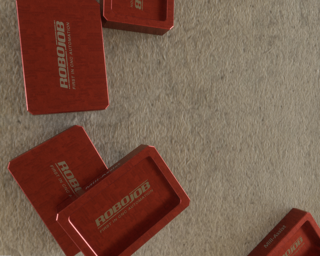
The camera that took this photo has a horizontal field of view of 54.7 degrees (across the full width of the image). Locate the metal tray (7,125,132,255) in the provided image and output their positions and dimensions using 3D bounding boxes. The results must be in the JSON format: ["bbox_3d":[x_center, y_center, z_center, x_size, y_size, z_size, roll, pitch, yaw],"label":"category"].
[{"bbox_3d":[-0.103,0.072,0.369,0.091,0.030,0.130,-32,101,-18],"label":"metal tray"}]

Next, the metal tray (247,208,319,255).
[{"bbox_3d":[0.201,0.201,0.482,0.131,0.030,0.090,-38,103,-16],"label":"metal tray"}]

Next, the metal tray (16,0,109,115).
[{"bbox_3d":[-0.113,-0.083,0.365,0.091,0.030,0.129,-6,92,-20],"label":"metal tray"}]

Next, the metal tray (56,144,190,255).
[{"bbox_3d":[-0.040,0.091,0.359,0.131,0.030,0.090,-37,102,-17],"label":"metal tray"}]

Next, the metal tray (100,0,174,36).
[{"bbox_3d":[-0.028,-0.191,0.396,0.091,0.030,0.129,2,90,-21],"label":"metal tray"}]
